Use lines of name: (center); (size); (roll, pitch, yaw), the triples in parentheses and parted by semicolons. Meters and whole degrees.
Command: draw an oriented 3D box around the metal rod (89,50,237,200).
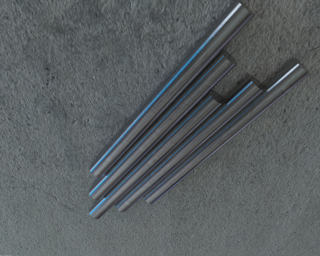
metal rod: (-0.013, 0.013, 0.419); (0.025, 0.025, 0.299); (29, 124, -23)

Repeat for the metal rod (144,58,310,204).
metal rod: (0.072, 0.021, 0.427); (0.025, 0.025, 0.299); (29, 124, -23)

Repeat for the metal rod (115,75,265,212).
metal rod: (0.025, 0.038, 0.441); (0.025, 0.025, 0.299); (29, 124, -23)

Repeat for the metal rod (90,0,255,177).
metal rod: (-0.004, -0.029, 0.384); (0.025, 0.025, 0.299); (29, 124, -23)

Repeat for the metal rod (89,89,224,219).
metal rod: (-0.021, 0.053, 0.454); (0.025, 0.025, 0.299); (29, 124, -23)
